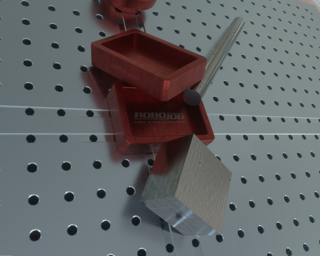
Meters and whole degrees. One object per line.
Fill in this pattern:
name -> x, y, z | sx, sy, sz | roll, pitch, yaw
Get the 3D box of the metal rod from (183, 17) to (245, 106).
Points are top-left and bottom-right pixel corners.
metal rod -> 0.101, -0.126, 0.518 | 0.025, 0.025, 0.301 | 38, 44, -3

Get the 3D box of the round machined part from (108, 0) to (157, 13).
round machined part -> -0.052, -0.230, 0.511 | 0.099, 0.042, 0.098 | 14, 56, -21

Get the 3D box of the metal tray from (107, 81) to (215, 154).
metal tray -> 0.002, -0.015, 0.416 | 0.131, 0.030, 0.090 | -1, 62, -29

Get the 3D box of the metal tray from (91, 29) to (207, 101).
metal tray -> -0.016, -0.089, 0.413 | 0.130, 0.030, 0.091 | 30, 43, 26

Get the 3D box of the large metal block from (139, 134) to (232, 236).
large metal block -> 0.033, 0.067, 0.354 | 0.080, 0.050, 0.080 | 44, 47, -27

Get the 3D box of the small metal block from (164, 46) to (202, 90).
small metal block -> 0.037, -0.094, 0.487 | 0.050, 0.025, 0.050 | 19, 54, -18
